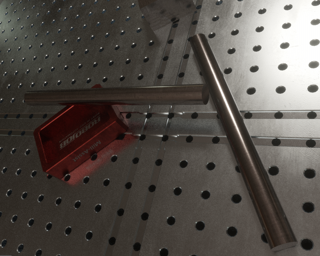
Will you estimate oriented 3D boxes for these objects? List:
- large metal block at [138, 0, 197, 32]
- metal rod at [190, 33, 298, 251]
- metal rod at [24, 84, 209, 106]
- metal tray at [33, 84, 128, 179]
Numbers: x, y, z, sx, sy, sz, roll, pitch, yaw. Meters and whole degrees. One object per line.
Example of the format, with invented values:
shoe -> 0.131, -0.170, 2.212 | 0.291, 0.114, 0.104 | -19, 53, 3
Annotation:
large metal block -> 0.008, -0.223, 0.523 | 0.080, 0.050, 0.080 | -22, 54, 14
metal rod -> 0.085, -0.011, 0.369 | 0.025, 0.025, 0.299 | -23, 53, 14
metal rod -> -0.079, -0.044, 0.435 | 0.300, 0.025, 0.025 | 2, 63, 28
metal tray -> -0.122, 0.003, 0.464 | 0.130, 0.030, 0.090 | -36, 51, 4
